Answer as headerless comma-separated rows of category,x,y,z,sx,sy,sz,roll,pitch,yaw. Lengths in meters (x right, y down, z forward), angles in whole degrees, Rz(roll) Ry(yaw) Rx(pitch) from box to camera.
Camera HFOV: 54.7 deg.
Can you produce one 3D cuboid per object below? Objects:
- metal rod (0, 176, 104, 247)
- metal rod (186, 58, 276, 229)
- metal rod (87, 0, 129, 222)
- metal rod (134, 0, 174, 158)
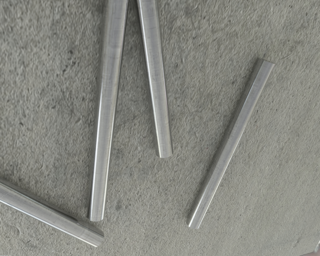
metal rod,-0.172,0.079,0.361,0.025,0.025,0.300,-43,130,1
metal rod,0.103,0.037,0.485,0.025,0.025,0.298,5,116,-31
metal rod,-0.065,-0.009,0.365,0.025,0.025,0.298,-4,120,-27
metal rod,-0.009,-0.089,0.346,0.025,0.025,0.298,-19,126,-17
